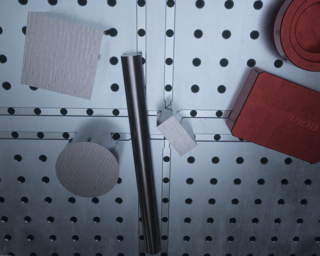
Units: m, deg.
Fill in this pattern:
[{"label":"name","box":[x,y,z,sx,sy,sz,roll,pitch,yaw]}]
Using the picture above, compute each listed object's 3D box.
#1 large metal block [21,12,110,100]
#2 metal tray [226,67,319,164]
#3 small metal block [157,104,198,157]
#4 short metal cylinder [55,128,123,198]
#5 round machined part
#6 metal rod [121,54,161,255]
[{"label":"large metal block","box":[-0.110,-0.086,0.367,0.081,0.050,0.079,13,110,-6]},{"label":"metal tray","box":[0.166,-0.015,0.408,0.131,0.030,0.089,19,109,-8]},{"label":"small metal block","box":[0.021,0.002,0.401,0.025,0.050,0.050,-36,107,12]},{"label":"short metal cylinder","box":[-0.092,0.045,0.416,0.081,0.050,0.079,0,110,-1]},{"label":"round machined part","box":[0.182,-0.118,0.363,0.099,0.042,0.097,0,110,-1]},{"label":"metal rod","box":[-0.023,0.049,0.431,0.025,0.025,0.298,-5,110,1]}]
